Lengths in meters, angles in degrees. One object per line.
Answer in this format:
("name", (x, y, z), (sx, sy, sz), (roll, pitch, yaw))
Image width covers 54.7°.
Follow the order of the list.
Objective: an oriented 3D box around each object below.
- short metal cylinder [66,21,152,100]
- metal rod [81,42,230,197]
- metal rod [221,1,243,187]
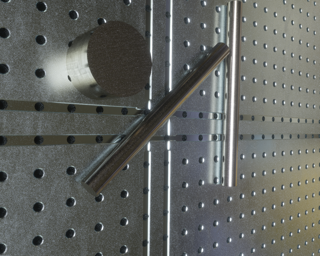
("short metal cylinder", (-0.056, -0.073, 0.345), (0.081, 0.050, 0.080), (0, 90, -40))
("metal rod", (0.010, -0.028, 0.417), (0.301, 0.025, 0.025), (-47, 118, -30))
("metal rod", (0.118, -0.056, 0.507), (0.025, 0.025, 0.298), (4, 88, -40))
